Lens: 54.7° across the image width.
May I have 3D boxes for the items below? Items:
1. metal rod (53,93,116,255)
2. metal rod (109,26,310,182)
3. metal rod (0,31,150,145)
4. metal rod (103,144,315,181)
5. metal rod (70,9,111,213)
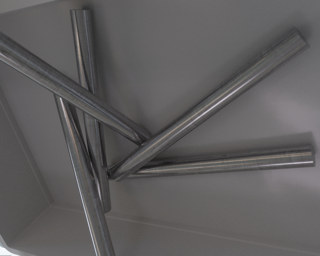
[{"bbox_3d":[-0.102,0.081,0.435,0.025,0.025,0.299,-21,83,35],"label":"metal rod"},{"bbox_3d":[0.034,-0.009,0.371,0.025,0.025,0.299,48,124,-6],"label":"metal rod"},{"bbox_3d":[-0.121,-0.055,0.343,0.025,0.025,0.301,-22,138,36],"label":"metal rod"},{"bbox_3d":[0.042,0.051,0.418,0.300,0.025,0.025,-10,114,32],"label":"metal rod"},{"bbox_3d":[-0.093,-0.007,0.433,0.025,0.025,0.298,10,117,23],"label":"metal rod"}]
